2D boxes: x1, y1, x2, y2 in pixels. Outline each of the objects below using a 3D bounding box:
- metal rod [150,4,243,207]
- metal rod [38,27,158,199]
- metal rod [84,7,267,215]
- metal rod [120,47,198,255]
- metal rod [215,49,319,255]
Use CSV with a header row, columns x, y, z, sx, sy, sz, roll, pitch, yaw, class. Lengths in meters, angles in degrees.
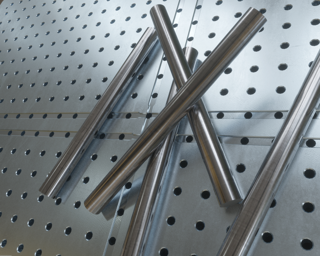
x,y,z,sx,sy,sz,roll,pitch,yaw,class
0.035,-0.048,0.392,0.025,0.025,0.299,-24,61,13,metal rod
-0.084,-0.032,0.470,0.025,0.025,0.300,20,72,35,metal rod
0.010,-0.011,0.363,0.299,0.025,0.025,-49,50,11,metal rod
0.005,0.021,0.391,0.025,0.025,0.300,3,63,29,metal rod
0.123,0.033,0.322,0.025,0.025,0.300,21,73,35,metal rod
